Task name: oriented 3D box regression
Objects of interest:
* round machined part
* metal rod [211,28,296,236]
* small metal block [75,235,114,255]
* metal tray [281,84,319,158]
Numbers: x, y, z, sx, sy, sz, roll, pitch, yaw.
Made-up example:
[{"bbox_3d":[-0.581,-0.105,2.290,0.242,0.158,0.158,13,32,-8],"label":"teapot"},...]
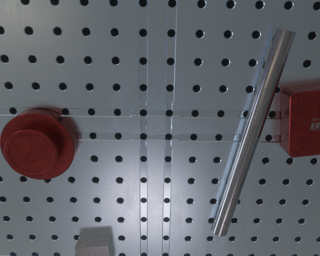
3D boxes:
[{"bbox_3d":[-0.164,0.027,0.413,0.099,0.042,0.097,0,110,0],"label":"round machined part"},{"bbox_3d":[0.120,0.019,0.421,0.025,0.025,0.298,11,110,-4],"label":"metal rod"},{"bbox_3d":[-0.101,0.198,0.485,0.050,0.025,0.050,-4,110,1],"label":"small metal block"},{"bbox_3d":[0.231,-0.013,0.408,0.131,0.030,0.089,-6,110,2],"label":"metal tray"}]
